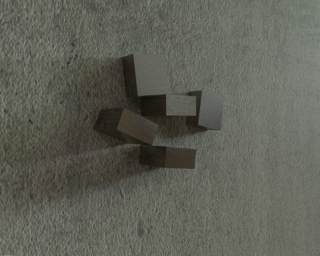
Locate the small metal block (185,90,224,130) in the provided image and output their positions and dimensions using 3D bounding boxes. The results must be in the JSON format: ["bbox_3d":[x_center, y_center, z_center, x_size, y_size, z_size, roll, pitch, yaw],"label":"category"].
[{"bbox_3d":[0.067,-0.025,0.461,0.050,0.025,0.050,12,82,-39],"label":"small metal block"}]

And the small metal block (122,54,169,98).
[{"bbox_3d":[-0.018,-0.066,0.389,0.050,0.025,0.050,-10,97,-40],"label":"small metal block"}]

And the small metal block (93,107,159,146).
[{"bbox_3d":[-0.039,-0.001,0.355,0.050,0.050,0.025,27,73,-37],"label":"small metal block"}]

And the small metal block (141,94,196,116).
[{"bbox_3d":[0.011,-0.028,0.397,0.050,0.050,0.025,-1,91,-40],"label":"small metal block"}]

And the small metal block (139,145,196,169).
[{"bbox_3d":[0.010,0.037,0.396,0.050,0.050,0.025,8,85,-40],"label":"small metal block"}]
